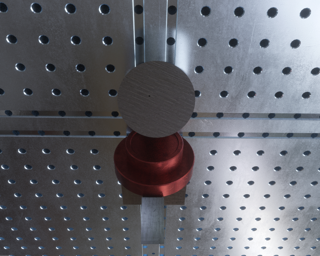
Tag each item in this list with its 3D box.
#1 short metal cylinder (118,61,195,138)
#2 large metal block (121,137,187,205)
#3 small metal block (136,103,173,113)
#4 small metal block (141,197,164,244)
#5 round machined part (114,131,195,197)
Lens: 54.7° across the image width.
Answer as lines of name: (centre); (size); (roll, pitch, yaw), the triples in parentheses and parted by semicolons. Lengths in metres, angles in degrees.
short metal cylinder: (-0.004, -0.033, 0.345); (0.081, 0.050, 0.079); (0, 100, -1)
large metal block: (-0.008, 0.056, 0.422); (0.081, 0.080, 0.050); (1, 130, -1)
small metal block: (-0.007, -0.017, 0.396); (0.050, 0.025, 0.050); (0, 130, -1)
small metal block: (-0.009, 0.107, 0.367); (0.025, 0.050, 0.050); (1, 168, -2)
round machined part: (-0.007, 0.032, 0.377); (0.099, 0.098, 0.042); (1, 130, -1)
